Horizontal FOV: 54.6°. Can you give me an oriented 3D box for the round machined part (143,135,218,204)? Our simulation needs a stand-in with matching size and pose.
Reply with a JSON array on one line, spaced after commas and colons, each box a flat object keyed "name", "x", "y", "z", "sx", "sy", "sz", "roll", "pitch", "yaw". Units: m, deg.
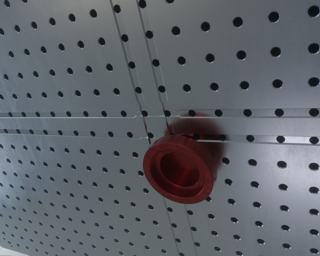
[{"name": "round machined part", "x": 0.030, "y": 0.051, "z": 0.416, "sx": 0.098, "sy": 0.042, "sz": 0.097, "roll": 13, "pitch": 124, "yaw": 21}]
